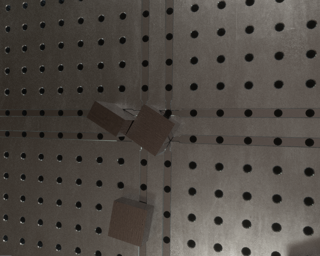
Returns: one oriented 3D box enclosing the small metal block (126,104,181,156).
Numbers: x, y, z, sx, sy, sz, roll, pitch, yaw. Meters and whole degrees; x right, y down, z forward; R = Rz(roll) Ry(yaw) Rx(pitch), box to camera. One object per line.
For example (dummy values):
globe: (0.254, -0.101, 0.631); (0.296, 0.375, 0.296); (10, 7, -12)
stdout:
small metal block: (-0.009, 0.003, 0.415); (0.050, 0.025, 0.050); (34, 101, 16)

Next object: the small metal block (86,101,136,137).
small metal block: (-0.061, -0.012, 0.420); (0.050, 0.050, 0.025); (32, 100, 17)

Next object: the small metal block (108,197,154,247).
small metal block: (-0.040, 0.128, 0.426); (0.050, 0.025, 0.050); (11, 94, 19)
